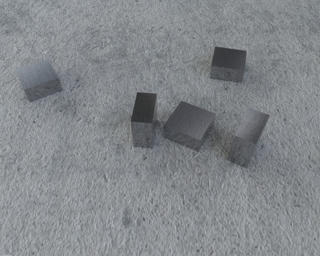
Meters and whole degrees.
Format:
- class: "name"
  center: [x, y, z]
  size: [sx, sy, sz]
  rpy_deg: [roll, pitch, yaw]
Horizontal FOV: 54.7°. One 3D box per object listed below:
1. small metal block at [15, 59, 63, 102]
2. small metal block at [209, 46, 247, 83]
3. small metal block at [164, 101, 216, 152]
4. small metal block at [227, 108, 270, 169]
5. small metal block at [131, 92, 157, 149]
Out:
- class: "small metal block"
  center: [-0.180, -0.071, 0.462]
  size: [0.050, 0.025, 0.050]
  rpy_deg: [-24, 54, -19]
- class: "small metal block"
  center: [0.107, -0.100, 0.488]
  size: [0.050, 0.025, 0.050]
  rpy_deg: [10, 51, 8]
- class: "small metal block"
  center: [0.039, -0.003, 0.406]
  size: [0.050, 0.025, 0.050]
  rpy_deg: [23, 54, 18]
- class: "small metal block"
  center: [0.107, 0.012, 0.377]
  size: [0.025, 0.050, 0.050]
  rpy_deg: [24, 54, 19]
- class: "small metal block"
  center: [-0.019, -0.009, 0.395]
  size: [0.025, 0.050, 0.050]
  rpy_deg: [5, 50, 4]
